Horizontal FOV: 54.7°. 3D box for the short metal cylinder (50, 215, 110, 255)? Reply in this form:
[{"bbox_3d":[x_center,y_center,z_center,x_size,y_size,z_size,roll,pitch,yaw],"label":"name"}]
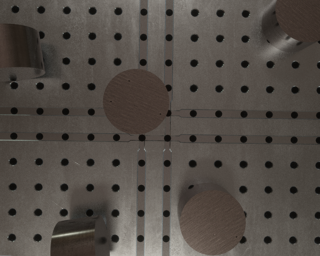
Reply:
[{"bbox_3d":[-0.096,0.153,0.385,0.050,0.080,0.080,-9,90,0],"label":"short metal cylinder"}]

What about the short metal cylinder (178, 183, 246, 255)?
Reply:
[{"bbox_3d":[0.064,0.115,0.402,0.081,0.050,0.079,0,90,-1],"label":"short metal cylinder"}]

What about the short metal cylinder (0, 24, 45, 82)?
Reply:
[{"bbox_3d":[-0.188,-0.090,0.383,0.081,0.080,0.050,-9,90,0],"label":"short metal cylinder"}]

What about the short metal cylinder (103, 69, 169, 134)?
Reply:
[{"bbox_3d":[-0.029,-0.032,0.401,0.081,0.050,0.079,0,90,-1],"label":"short metal cylinder"}]

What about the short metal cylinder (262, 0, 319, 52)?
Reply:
[{"bbox_3d":[0.181,-0.145,0.403,0.081,0.050,0.079,0,90,-1],"label":"short metal cylinder"}]
